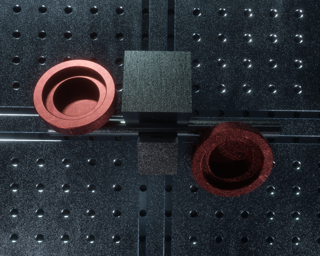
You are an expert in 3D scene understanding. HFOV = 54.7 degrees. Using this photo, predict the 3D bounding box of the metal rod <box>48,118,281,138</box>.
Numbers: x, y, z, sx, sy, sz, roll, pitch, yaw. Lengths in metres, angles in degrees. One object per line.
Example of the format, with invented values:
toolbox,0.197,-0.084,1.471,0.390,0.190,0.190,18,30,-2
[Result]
metal rod,0.006,0.000,0.414,0.302,0.025,0.025,1,90,0

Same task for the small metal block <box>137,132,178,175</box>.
small metal block,-0.003,0.034,0.403,0.050,0.025,0.050,1,119,0

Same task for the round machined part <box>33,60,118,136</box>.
round machined part,-0.103,-0.034,0.391,0.099,0.042,0.098,0,64,0

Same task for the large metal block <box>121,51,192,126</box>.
large metal block,-0.003,-0.049,0.389,0.081,0.050,0.080,1,72,0

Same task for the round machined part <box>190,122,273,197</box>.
round machined part,0.088,0.036,0.393,0.099,0.042,0.097,0,115,0
